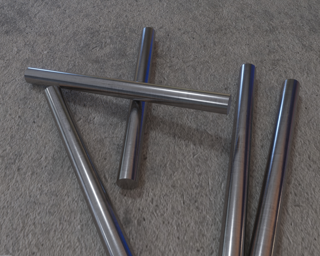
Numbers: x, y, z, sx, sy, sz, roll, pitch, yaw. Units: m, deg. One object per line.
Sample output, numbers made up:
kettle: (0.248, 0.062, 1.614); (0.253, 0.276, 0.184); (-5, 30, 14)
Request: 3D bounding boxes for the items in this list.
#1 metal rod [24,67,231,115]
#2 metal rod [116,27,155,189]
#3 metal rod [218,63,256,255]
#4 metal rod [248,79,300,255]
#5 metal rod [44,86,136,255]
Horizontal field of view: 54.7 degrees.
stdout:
metal rod: (-0.057, -0.054, 0.419); (0.301, 0.025, 0.025); (11, 50, 20)
metal rod: (-0.028, -0.051, 0.445); (0.025, 0.025, 0.300); (3, 50, 2)
metal rod: (0.101, 0.022, 0.385); (0.025, 0.025, 0.300); (11, 51, 9)
metal rod: (0.139, 0.044, 0.366); (0.025, 0.025, 0.301); (17, 52, 13)
metal rod: (-0.085, 0.051, 0.359); (0.025, 0.025, 0.300); (-21, 53, -17)
